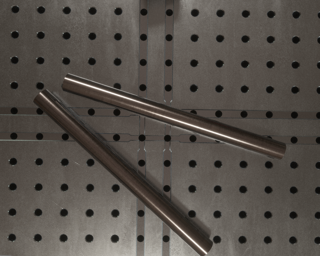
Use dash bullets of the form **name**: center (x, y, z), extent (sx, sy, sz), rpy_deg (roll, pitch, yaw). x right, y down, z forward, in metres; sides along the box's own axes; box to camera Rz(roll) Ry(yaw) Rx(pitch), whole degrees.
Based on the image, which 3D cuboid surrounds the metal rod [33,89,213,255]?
- **metal rod**: center (-0.048, 0.060, 0.412), extent (0.300, 0.025, 0.025), rpy_deg (43, 90, -1)

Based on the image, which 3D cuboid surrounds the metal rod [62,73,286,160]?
- **metal rod**: center (0.019, -0.015, 0.413), extent (0.302, 0.025, 0.025), rpy_deg (18, 90, -1)
